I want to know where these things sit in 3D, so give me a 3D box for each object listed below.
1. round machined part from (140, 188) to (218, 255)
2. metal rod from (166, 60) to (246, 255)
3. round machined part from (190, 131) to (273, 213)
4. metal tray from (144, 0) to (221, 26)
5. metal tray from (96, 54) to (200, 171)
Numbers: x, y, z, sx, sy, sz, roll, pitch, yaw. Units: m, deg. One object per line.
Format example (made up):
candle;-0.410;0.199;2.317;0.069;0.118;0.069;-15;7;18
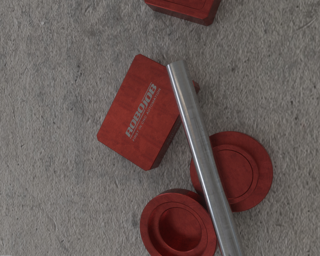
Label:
round machined part;0.028;0.123;0.386;0.098;0.042;0.097;2;96;24
metal rod;0.060;0.070;0.343;0.025;0.025;0.299;-18;84;19
round machined part;0.083;0.053;0.371;0.098;0.042;0.097;0;90;19
metal tray;0.044;-0.206;0.390;0.090;0.030;0.129;23;98;18
metal tray;-0.017;-0.020;0.412;0.090;0.030;0.129;30;100;17
